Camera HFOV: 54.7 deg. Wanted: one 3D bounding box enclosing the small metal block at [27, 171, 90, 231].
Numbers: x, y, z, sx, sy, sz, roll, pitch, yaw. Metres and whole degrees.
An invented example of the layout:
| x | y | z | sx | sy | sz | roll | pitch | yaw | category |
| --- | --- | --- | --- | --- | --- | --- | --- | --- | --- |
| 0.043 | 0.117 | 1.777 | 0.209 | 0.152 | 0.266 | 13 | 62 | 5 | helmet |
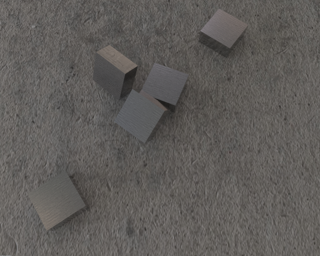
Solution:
| x | y | z | sx | sy | sz | roll | pitch | yaw | category |
| --- | --- | --- | --- | --- | --- | --- | --- | --- | --- |
| -0.121 | 0.088 | 0.375 | 0.050 | 0.025 | 0.050 | -32 | 73 | -11 | small metal block |

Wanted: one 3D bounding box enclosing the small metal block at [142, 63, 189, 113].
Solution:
| x | y | z | sx | sy | sz | roll | pitch | yaw | category |
| --- | --- | --- | --- | --- | --- | --- | --- | --- | --- |
| 0.007 | -0.056 | 0.428 | 0.050 | 0.025 | 0.050 | 21 | 71 | 7 | small metal block |

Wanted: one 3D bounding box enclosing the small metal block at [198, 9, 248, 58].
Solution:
| x | y | z | sx | sy | sz | roll | pitch | yaw | category |
| --- | --- | --- | --- | --- | --- | --- | --- | --- | --- |
| 0.093 | -0.141 | 0.460 | 0.050 | 0.025 | 0.050 | 35 | 74 | 11 | small metal block |

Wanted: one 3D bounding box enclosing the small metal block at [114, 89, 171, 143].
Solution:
| x | y | z | sx | sy | sz | roll | pitch | yaw | category |
| --- | --- | --- | --- | --- | --- | --- | --- | --- | --- |
| -0.023 | -0.016 | 0.401 | 0.050 | 0.025 | 0.050 | 35 | 107 | 12 | small metal block |

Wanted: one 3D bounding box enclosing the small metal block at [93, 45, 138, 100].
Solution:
| x | y | z | sx | sy | sz | roll | pitch | yaw | category |
| --- | --- | --- | --- | --- | --- | --- | --- | --- | --- |
| -0.062 | -0.074 | 0.418 | 0.050 | 0.050 | 0.025 | 38 | 51 | 12 | small metal block |
